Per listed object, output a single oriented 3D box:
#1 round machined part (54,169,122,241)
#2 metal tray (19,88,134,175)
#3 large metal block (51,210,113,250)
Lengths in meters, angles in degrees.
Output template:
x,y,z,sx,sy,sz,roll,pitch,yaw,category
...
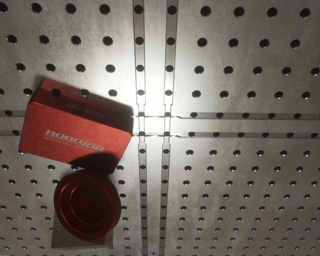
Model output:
x,y,z,sx,sy,sz,roll,pitch,yaw,category
-0.098,0.105,0.440,0.098,0.042,0.097,4,101,21,round machined part
-0.111,0.009,0.415,0.131,0.030,0.089,18,128,-16,metal tray
-0.119,0.148,0.491,0.080,0.080,0.050,-5,155,3,large metal block
